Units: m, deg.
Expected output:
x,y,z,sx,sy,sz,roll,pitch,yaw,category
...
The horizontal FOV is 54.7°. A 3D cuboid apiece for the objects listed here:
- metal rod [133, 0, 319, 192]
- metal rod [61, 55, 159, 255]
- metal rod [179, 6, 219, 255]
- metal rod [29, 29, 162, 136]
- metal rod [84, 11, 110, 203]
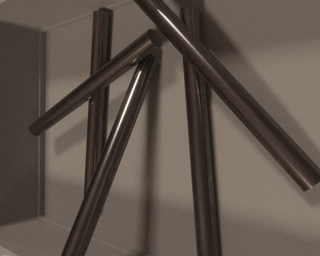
x,y,z,sx,sy,sz,roll,pitch,yaw,category
0.057,-0.061,0.334,0.025,0.025,0.300,-48,70,29,metal rod
-0.062,0.042,0.379,0.025,0.025,0.299,7,70,39,metal rod
0.046,0.006,0.367,0.025,0.025,0.298,-7,86,39,metal rod
-0.114,-0.053,0.463,0.299,0.025,0.025,-28,73,36,metal rod
-0.100,-0.029,0.486,0.025,0.025,0.298,6,94,39,metal rod
